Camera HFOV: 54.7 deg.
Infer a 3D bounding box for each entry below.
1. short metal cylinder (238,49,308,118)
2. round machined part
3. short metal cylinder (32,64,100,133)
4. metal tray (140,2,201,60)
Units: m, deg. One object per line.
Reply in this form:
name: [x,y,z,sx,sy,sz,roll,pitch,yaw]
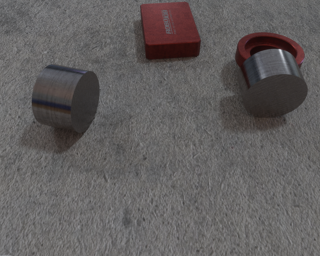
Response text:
short metal cylinder: [0.150,-0.059,0.418,0.080,0.080,0.050,0,51,0]
round machined part: [0.166,-0.104,0.479,0.099,0.042,0.098,1,48,0]
short metal cylinder: [-0.118,-0.038,0.399,0.050,0.080,0.080,12,51,10]
metal tray: [0.015,-0.175,0.547,0.091,0.030,0.130,-5,50,-4]
